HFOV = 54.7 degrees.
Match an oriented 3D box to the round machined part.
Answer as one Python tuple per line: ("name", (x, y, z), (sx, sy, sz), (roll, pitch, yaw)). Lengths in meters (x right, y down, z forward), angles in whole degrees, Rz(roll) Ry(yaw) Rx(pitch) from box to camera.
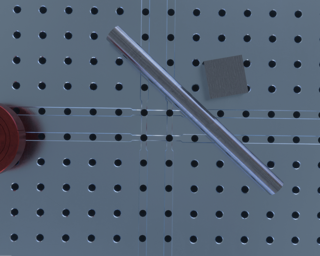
("round machined part", (-0.223, 0.014, 0.403), (0.099, 0.042, 0.097), (0, 90, 0))

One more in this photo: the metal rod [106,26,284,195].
("metal rod", (0.046, -0.023, 0.413), (0.300, 0.025, 0.025), (44, 90, 0))

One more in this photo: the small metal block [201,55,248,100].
("small metal block", (0.086, -0.066, 0.414), (0.050, 0.025, 0.050), (-10, 90, 0))
